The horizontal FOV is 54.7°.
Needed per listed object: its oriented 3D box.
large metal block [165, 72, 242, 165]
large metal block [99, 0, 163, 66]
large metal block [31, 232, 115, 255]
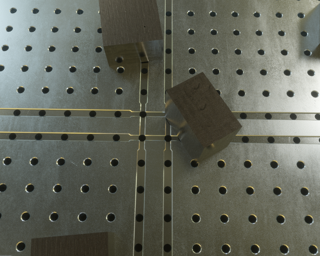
[{"bbox_3d":[0.049,-0.009,0.386,0.050,0.080,0.080,-29,73,-10],"label":"large metal block"},{"bbox_3d":[-0.041,-0.142,0.450,0.081,0.050,0.080,-8,70,-3],"label":"large metal block"},{"bbox_3d":[-0.093,0.160,0.339,0.081,0.050,0.080,-4,70,-2],"label":"large metal block"}]
